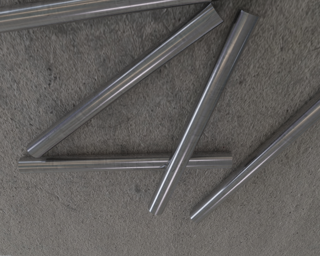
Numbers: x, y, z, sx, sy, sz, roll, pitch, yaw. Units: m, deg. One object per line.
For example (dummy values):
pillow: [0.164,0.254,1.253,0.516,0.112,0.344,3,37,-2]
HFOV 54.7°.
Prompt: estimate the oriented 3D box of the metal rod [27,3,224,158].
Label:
metal rod: [-0.058,-0.043,0.369,0.299,0.025,0.025,-32,123,24]

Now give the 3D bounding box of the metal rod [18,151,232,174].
metal rod: [-0.049,0.049,0.448,0.302,0.025,0.025,-2,130,1]

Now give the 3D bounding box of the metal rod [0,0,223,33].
metal rod: [-0.016,-0.126,0.299,0.302,0.025,0.025,-7,130,5]

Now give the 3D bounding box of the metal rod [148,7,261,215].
metal rod: [0.042,0.002,0.386,0.025,0.025,0.298,15,122,-12]

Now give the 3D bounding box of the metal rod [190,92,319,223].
metal rod: [0.136,0.055,0.455,0.025,0.025,0.298,23,126,-19]
